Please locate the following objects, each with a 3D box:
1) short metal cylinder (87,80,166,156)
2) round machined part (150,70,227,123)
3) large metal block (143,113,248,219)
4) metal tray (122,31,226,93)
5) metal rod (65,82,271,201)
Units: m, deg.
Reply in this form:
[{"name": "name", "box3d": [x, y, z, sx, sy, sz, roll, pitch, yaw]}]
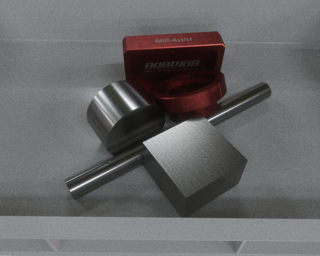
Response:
[{"name": "short metal cylinder", "box3d": [-0.041, -0.011, 0.376, 0.081, 0.080, 0.050, -27, 55, -21]}, {"name": "round machined part", "box3d": [0.039, -0.040, 0.408, 0.098, 0.042, 0.098, -13, 24, 6]}, {"name": "large metal block", "box3d": [0.037, 0.041, 0.351, 0.081, 0.050, 0.080, -26, 55, -21]}, {"name": "metal tray", "box3d": [0.017, -0.084, 0.430, 0.131, 0.089, 0.030, -5, 51, -5]}, {"name": "metal rod", "box3d": [0.026, 0.007, 0.397, 0.302, 0.025, 0.025, -26, 55, -21]}]
